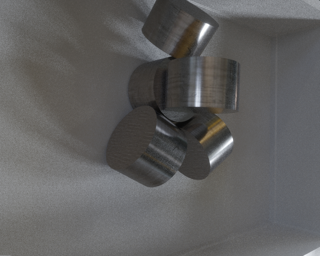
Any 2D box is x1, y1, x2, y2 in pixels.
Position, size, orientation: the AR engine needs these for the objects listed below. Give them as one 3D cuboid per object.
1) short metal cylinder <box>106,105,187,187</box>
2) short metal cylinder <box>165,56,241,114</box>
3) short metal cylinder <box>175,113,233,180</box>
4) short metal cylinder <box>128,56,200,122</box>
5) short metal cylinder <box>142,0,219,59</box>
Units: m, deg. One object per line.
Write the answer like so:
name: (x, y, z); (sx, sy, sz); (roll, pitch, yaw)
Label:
short metal cylinder: (-0.016, 0.021, 0.355); (0.050, 0.080, 0.080); (36, 68, -34)
short metal cylinder: (0.047, -0.044, 0.342); (0.081, 0.080, 0.050); (4, 88, -40)
short metal cylinder: (0.049, 0.021, 0.409); (0.050, 0.080, 0.080); (-35, 112, -34)
short metal cylinder: (0.007, -0.047, 0.393); (0.081, 0.050, 0.080); (0, 90, -40)
short metal cylinder: (0.025, -0.124, 0.381); (0.081, 0.080, 0.050); (5, 130, -40)
